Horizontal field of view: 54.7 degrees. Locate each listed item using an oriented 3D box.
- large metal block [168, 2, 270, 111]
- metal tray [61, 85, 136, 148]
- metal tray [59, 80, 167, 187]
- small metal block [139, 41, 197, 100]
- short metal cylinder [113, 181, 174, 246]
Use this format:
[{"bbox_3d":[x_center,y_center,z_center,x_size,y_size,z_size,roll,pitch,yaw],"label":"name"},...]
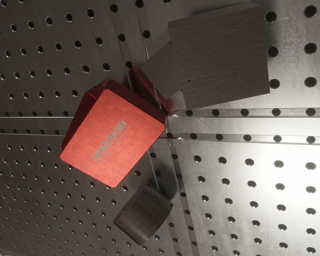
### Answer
[{"bbox_3d":[0.056,-0.071,0.303,0.080,0.050,0.080,-12,115,8],"label":"large metal block"},{"bbox_3d":[-0.086,0.011,0.459,0.090,0.030,0.129,38,129,2],"label":"metal tray"},{"bbox_3d":[-0.063,0.012,0.413,0.090,0.030,0.129,33,117,-14],"label":"metal tray"},{"bbox_3d":[0.013,-0.069,0.361,0.050,0.025,0.050,-32,101,38],"label":"small metal block"},{"bbox_3d":[-0.025,0.127,0.466,0.050,0.080,0.080,41,129,0],"label":"short metal cylinder"}]
